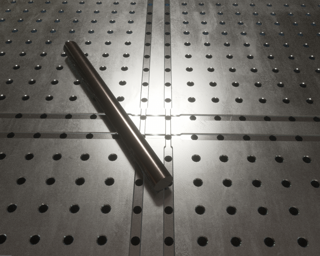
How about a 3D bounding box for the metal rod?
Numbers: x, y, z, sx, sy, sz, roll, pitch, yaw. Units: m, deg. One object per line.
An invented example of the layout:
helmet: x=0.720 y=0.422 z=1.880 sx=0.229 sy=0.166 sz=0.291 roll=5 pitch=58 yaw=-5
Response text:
metal rod: x=-0.073 y=-0.035 z=0.436 sx=0.025 sy=0.025 sz=0.300 roll=-24 pitch=54 yaw=-19
